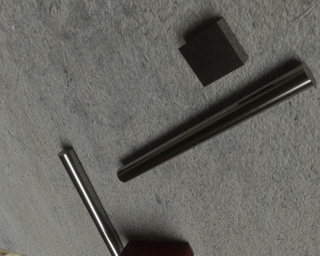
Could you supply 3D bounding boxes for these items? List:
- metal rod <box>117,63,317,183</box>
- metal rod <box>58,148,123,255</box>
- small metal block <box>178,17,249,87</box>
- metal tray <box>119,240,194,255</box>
[{"bbox_3d":[0.044,0.010,0.390,0.299,0.025,0.025,-32,101,38],"label":"metal rod"},{"bbox_3d":[-0.109,0.169,0.568,0.025,0.025,0.298,-7,115,31],"label":"metal rod"},{"bbox_3d":[0.057,-0.079,0.328,0.050,0.025,0.050,-28,104,37],"label":"small metal block"},{"bbox_3d":[-0.017,0.235,0.519,0.130,0.090,0.030,-10,113,32],"label":"metal tray"}]
